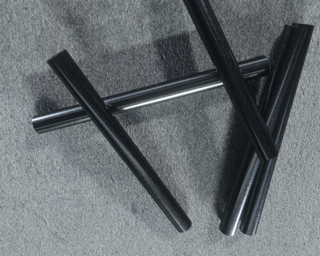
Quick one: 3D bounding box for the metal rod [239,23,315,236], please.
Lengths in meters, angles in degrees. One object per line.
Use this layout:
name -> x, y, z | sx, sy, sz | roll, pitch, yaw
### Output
metal rod -> 0.151, 0.016, 0.417 | 0.025, 0.025, 0.298 | 7, 110, -3

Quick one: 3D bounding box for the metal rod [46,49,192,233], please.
metal rod -> -0.039, 0.033, 0.402 | 0.025, 0.025, 0.299 | -29, 115, 10

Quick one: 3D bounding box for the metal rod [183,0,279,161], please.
metal rod -> 0.064, -0.096, 0.354 | 0.025, 0.025, 0.299 | -27, 100, 9

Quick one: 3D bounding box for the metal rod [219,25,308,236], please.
metal rod -> 0.127, 0.020, 0.407 | 0.025, 0.025, 0.298 | 9, 114, -4

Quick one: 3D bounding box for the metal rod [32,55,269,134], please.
metal rod -> -0.015, -0.041, 0.394 | 0.301, 0.025, 0.025 | -14, 110, 4
